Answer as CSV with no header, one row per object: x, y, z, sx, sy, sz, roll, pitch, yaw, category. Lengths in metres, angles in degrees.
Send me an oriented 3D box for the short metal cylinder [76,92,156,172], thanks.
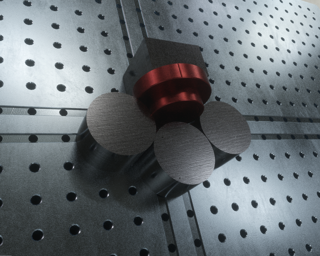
-0.051,0.005,0.362,0.081,0.050,0.080,14,56,-21,short metal cylinder

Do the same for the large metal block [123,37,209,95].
0.005,-0.071,0.418,0.081,0.080,0.050,1,62,-28,large metal block

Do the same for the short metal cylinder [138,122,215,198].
0.019,0.039,0.379,0.081,0.050,0.080,14,56,-21,short metal cylinder

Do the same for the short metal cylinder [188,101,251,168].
0.077,0.009,0.428,0.081,0.050,0.080,14,56,-21,short metal cylinder

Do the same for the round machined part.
0.017,-0.034,0.389,0.099,0.097,0.042,2,61,-28,round machined part
